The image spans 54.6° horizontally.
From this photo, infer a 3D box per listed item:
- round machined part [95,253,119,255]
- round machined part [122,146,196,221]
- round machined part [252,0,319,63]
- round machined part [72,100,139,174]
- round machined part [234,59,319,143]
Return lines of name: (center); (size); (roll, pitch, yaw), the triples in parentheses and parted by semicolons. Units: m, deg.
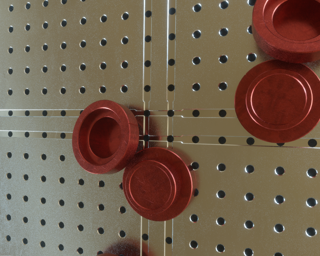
round machined part: (-0.067, 0.221, 0.428); (0.098, 0.042, 0.097); (0, 90, 20)
round machined part: (-0.006, 0.074, 0.406); (0.098, 0.042, 0.097); (0, 90, 20)
round machined part: (0.152, -0.113, 0.339); (0.098, 0.042, 0.098); (-4, 70, 12)
round machined part: (-0.068, 0.014, 0.421); (0.098, 0.042, 0.098); (-6, 78, 29)
round machined part: (0.135, -0.031, 0.356); (0.098, 0.042, 0.097); (0, 90, 20)
